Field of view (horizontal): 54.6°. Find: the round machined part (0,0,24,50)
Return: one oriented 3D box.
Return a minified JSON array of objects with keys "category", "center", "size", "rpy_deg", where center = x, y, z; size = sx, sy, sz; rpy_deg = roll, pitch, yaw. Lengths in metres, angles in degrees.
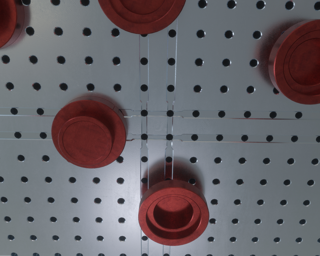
[{"category":"round machined part","center":[-0.213,-0.135,0.353],"size":[0.099,0.042,0.097],"rpy_deg":[0,110,0]}]

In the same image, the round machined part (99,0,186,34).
[{"category":"round machined part","center":[-0.019,-0.157,0.346],"size":[0.099,0.042,0.097],"rpy_deg":[0,110,0]}]

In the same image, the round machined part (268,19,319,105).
[{"category":"round machined part","center":[0.181,-0.081,0.376],"size":[0.099,0.042,0.097],"rpy_deg":[0,110,0]}]

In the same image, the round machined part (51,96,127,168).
[{"category":"round machined part","center":[-0.094,0.010,0.407],"size":[0.099,0.042,0.097],"rpy_deg":[0,110,0]}]

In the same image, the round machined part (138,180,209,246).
[{"category":"round machined part","center":[0.019,0.117,0.447],"size":[0.099,0.042,0.097],"rpy_deg":[0,110,0]}]
